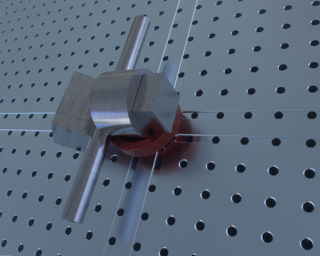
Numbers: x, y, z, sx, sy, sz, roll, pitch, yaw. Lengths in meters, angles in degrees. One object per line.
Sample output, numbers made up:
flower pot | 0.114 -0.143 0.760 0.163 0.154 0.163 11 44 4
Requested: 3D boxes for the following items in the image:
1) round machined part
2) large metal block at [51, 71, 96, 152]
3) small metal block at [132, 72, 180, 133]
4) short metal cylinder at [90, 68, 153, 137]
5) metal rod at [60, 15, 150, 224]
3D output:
round machined part | -0.017 -0.007 0.408 0.098 0.042 0.098 -13 56 20
large metal block | -0.110 -0.019 0.433 0.050 0.080 0.080 19 65 -9
small metal block | -0.003 -0.028 0.355 0.025 0.050 0.050 1 63 28
short metal cylinder | -0.038 -0.029 0.371 0.050 0.080 0.080 1 62 28
metal rod | -0.062 -0.029 0.404 0.025 0.025 0.300 1 62 28
